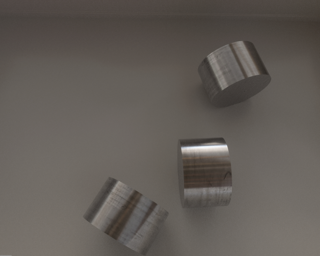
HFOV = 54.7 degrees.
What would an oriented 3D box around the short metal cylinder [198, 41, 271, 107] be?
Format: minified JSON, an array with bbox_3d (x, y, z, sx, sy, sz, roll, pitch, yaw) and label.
[{"bbox_3d":[0.096,-0.068,0.407,0.081,0.080,0.050,-18,71,-7],"label":"short metal cylinder"}]

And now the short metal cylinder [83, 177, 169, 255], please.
[{"bbox_3d":[-0.037,0.097,0.345,0.080,0.080,0.050,29,73,9],"label":"short metal cylinder"}]

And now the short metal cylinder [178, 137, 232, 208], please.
[{"bbox_3d":[0.049,0.052,0.362,0.050,0.080,0.080,-3,70,-1],"label":"short metal cylinder"}]
